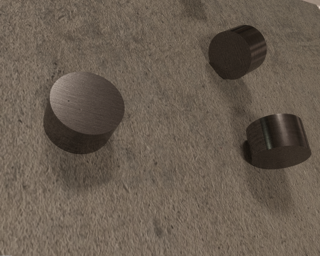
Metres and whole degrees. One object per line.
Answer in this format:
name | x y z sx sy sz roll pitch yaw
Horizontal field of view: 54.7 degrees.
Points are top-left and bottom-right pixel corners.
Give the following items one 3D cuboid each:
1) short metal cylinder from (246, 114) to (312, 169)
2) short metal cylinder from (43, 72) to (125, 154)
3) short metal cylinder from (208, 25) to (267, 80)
short metal cylinder | 0.170 0.022 0.450 0.081 0.080 0.050 12 57 -22
short metal cylinder | -0.087 -0.017 0.352 0.081 0.050 0.080 14 56 -21
short metal cylinder | 0.129 -0.127 0.518 0.050 0.080 0.080 -31 79 -38
